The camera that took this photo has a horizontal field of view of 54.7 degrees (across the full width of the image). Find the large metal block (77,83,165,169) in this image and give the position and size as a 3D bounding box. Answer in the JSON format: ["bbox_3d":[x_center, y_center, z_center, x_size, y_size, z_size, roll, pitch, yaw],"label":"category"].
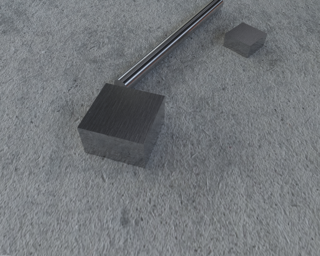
[{"bbox_3d":[-0.044,-0.005,0.390,0.080,0.050,0.080,14,51,11],"label":"large metal block"}]

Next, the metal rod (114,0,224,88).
[{"bbox_3d":[0.029,-0.154,0.533,0.025,0.025,0.301,28,55,21],"label":"metal rod"}]

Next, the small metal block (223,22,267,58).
[{"bbox_3d":[0.146,-0.152,0.533,0.050,0.025,0.050,37,59,27],"label":"small metal block"}]
